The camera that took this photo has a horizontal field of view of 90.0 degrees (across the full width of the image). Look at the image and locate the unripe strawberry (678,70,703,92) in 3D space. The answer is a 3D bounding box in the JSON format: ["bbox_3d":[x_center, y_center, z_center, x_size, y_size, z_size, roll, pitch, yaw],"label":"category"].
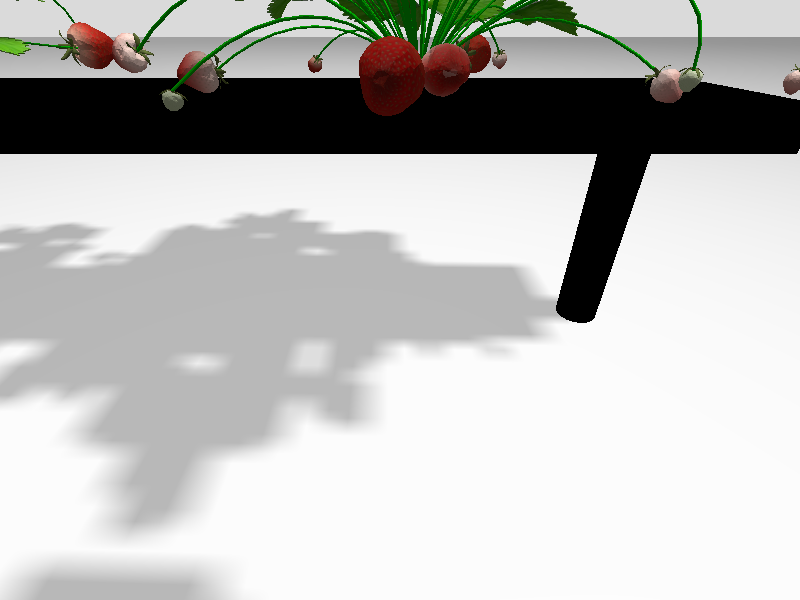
[{"bbox_3d":[0.164,-0.124,0.227,0.011,0.011,0.011,19,39,26],"label":"unripe strawberry"}]

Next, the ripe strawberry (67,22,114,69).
[{"bbox_3d":[-0.330,-0.275,0.434,0.041,0.043,0.044,20,39,26],"label":"ripe strawberry"}]

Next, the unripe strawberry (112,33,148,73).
[{"bbox_3d":[-0.256,-0.233,0.379,0.030,0.032,0.028,1,33,22],"label":"unripe strawberry"}]

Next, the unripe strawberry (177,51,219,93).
[{"bbox_3d":[-0.134,-0.150,0.264,0.025,0.024,0.027,-12,36,-13],"label":"unripe strawberry"}]

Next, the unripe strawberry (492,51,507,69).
[{"bbox_3d":[0.108,-0.259,0.433,0.016,0.016,0.017,19,-18,25],"label":"unripe strawberry"}]

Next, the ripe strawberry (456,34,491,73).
[{"bbox_3d":[0.068,-0.230,0.373,0.036,0.031,0.036,19,38,25],"label":"ripe strawberry"}]

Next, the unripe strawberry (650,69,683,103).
[{"bbox_3d":[0.158,-0.126,0.237,0.017,0.019,0.019,-38,4,45],"label":"unripe strawberry"}]

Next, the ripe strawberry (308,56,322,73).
[{"bbox_3d":[-0.083,-0.228,0.389,0.015,0.013,0.015,-29,0,-35],"label":"ripe strawberry"}]

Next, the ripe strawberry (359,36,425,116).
[{"bbox_3d":[-0.005,-0.113,0.204,0.034,0.036,0.037,6,35,8],"label":"ripe strawberry"}]

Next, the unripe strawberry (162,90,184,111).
[{"bbox_3d":[-0.122,-0.107,0.215,0.010,0.010,0.009,4,23,-46],"label":"unripe strawberry"}]

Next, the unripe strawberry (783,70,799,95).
[{"bbox_3d":[0.224,-0.123,0.227,0.010,0.012,0.012,14,37,20],"label":"unripe strawberry"}]
